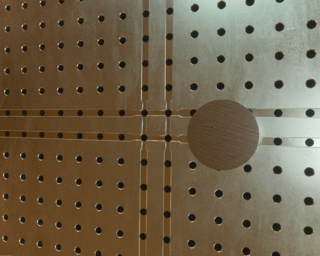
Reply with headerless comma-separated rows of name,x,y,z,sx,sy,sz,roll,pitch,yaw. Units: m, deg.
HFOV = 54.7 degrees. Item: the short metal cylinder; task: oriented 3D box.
short metal cylinder,0.078,0.008,0.371,0.080,0.050,0.079,0,90,19
